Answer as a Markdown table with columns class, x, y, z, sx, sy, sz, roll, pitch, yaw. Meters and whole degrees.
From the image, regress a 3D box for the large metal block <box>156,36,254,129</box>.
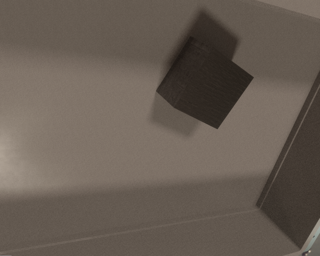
| class | x | y | z | sx | sy | sz | roll | pitch | yaw |
| --- | --- | --- | --- | --- | --- | --- | --- | --- | --- |
| large metal block | 0.056 | -0.055 | 0.391 | 0.080 | 0.050 | 0.080 | 23 | 106 | -37 |
